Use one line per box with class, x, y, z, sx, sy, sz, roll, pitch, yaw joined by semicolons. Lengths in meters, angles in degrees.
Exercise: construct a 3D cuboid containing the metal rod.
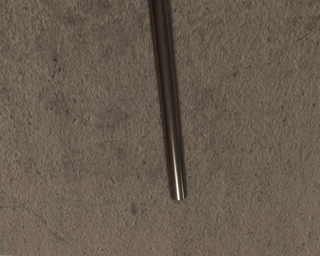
metal rod;0.011;-0.042;0.394;0.025;0.025;0.298;-6;110;2
